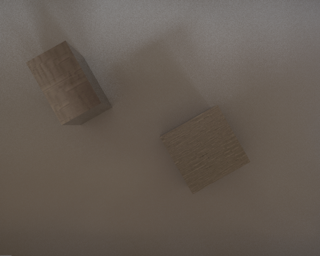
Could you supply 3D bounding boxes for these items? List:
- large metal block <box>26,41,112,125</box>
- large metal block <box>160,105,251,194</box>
[{"bbox_3d":[-0.107,-0.050,0.383,0.050,0.080,0.080,-30,90,0],"label":"large metal block"},{"bbox_3d":[0.055,0.026,0.399,0.080,0.050,0.080,-30,90,0],"label":"large metal block"}]
